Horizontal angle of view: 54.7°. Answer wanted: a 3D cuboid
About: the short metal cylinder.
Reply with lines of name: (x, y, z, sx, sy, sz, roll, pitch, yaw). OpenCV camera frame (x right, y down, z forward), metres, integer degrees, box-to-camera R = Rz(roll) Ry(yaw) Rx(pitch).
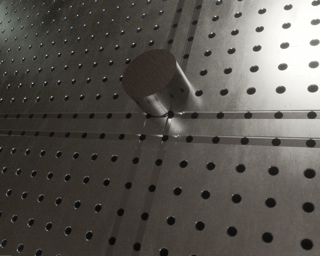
short metal cylinder: (-0.005, -0.063, 0.432, 0.080, 0.050, 0.080, -13, 56, 20)
